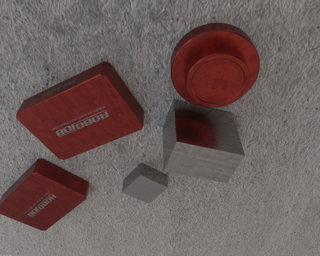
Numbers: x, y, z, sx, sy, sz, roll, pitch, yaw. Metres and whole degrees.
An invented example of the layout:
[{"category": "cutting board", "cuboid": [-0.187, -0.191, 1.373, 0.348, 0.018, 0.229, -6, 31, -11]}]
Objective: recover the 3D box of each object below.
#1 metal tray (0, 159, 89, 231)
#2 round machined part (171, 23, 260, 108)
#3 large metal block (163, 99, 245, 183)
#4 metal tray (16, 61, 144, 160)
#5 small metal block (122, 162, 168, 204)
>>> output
[{"category": "metal tray", "cuboid": [-0.188, 0.111, 0.496, 0.090, 0.030, 0.130, 35, 122, -27]}, {"category": "round machined part", "cuboid": [0.062, -0.062, 0.345, 0.099, 0.042, 0.097, -1, 130, 0]}, {"category": "large metal block", "cuboid": [0.049, 0.015, 0.385, 0.081, 0.080, 0.050, 12, 129, -11]}, {"category": "metal tray", "cuboid": [-0.097, -0.017, 0.388, 0.130, 0.030, 0.090, -22, 127, 17]}, {"category": "small metal block", "cuboid": [-0.023, 0.086, 0.481, 0.050, 0.025, 0.050, 29, 124, -23]}]
